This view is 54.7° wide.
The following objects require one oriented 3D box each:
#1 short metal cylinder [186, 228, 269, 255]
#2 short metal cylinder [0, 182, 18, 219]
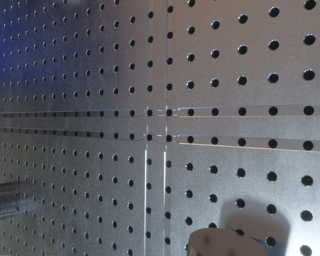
[{"bbox_3d":[0.066,0.144,0.319,0.080,0.081,0.050,13,98,39],"label":"short metal cylinder"},{"bbox_3d":[-0.361,0.165,0.692,0.080,0.050,0.079,0,90,40],"label":"short metal cylinder"}]
